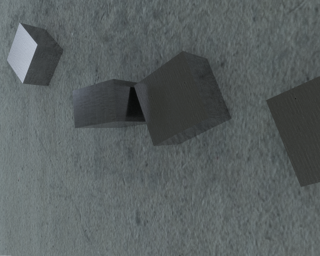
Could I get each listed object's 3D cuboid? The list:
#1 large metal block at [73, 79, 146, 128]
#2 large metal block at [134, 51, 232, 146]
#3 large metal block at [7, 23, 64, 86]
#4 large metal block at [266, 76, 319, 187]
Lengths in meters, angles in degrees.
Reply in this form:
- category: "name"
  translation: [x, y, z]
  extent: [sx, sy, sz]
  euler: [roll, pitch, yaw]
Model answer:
- category: "large metal block"
  translation: [-0.057, -0.029, 0.414]
  extent: [0.080, 0.081, 0.050]
  euler: [-7, 85, 39]
- category: "large metal block"
  translation: [0.025, -0.031, 0.367]
  extent: [0.080, 0.050, 0.080]
  euler: [-29, 72, 36]
- category: "large metal block"
  translation: [-0.235, -0.136, 0.579]
  extent: [0.080, 0.050, 0.080]
  euler: [47, 118, 29]
- category: "large metal block"
  translation: [0.151, -0.002, 0.264]
  extent: [0.080, 0.050, 0.080]
  euler: [-27, 73, 36]
